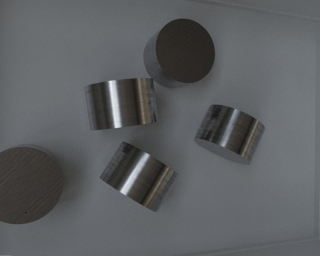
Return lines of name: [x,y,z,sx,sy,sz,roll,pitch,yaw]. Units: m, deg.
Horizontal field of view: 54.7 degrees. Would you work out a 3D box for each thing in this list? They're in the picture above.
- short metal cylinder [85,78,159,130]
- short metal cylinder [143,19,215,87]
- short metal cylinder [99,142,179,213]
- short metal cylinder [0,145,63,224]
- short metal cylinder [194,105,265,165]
short metal cylinder: [-0.045,-0.027,0.365,0.081,0.080,0.050,-9,93,-20]
short metal cylinder: [0.024,-0.095,0.406,0.081,0.050,0.080,0,90,-20]
short metal cylinder: [-0.025,0.058,0.372,0.080,0.080,0.050,35,79,-17]
short metal cylinder: [-0.150,0.059,0.342,0.081,0.050,0.080,0,90,-20]
short metal cylinder: [0.092,0.010,0.415,0.080,0.080,0.050,29,81,-18]
